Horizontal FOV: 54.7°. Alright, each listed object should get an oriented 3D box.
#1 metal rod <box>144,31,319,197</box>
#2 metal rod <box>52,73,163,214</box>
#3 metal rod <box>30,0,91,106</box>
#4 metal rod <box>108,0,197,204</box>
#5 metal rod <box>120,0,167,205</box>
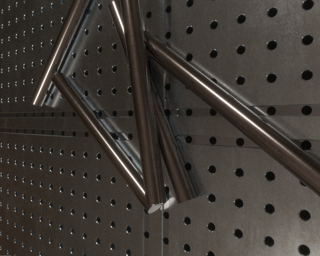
[{"bbox_3d":[0.068,-0.031,0.351,0.300,0.025,0.025,45,117,30],"label":"metal rod"},{"bbox_3d":[-0.094,0.008,0.484,0.300,0.025,0.025,48,118,29],"label":"metal rod"},{"bbox_3d":[-0.163,-0.162,0.540,0.025,0.025,0.298,49,118,28],"label":"metal rod"},{"bbox_3d":[-0.016,-0.046,0.420,0.025,0.025,0.299,-31,71,35],"label":"metal rod"},{"bbox_3d":[-0.024,-0.056,0.393,0.025,0.025,0.298,-13,82,39],"label":"metal rod"}]
